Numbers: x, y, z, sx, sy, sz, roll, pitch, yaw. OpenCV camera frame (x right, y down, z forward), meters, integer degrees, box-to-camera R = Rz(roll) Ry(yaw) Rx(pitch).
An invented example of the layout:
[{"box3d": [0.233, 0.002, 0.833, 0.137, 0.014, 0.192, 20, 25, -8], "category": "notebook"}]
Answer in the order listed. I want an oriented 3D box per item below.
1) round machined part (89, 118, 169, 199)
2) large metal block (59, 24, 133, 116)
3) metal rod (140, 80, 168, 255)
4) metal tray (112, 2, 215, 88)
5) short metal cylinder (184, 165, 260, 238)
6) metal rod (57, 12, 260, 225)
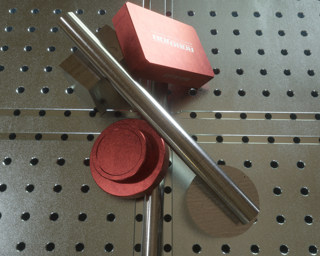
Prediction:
[{"box3d": [-0.041, 0.033, 0.373, 0.098, 0.042, 0.098, -6, 69, 16], "category": "round machined part"}, {"box3d": [-0.075, -0.073, 0.409, 0.050, 0.080, 0.080, 40, 75, 13], "category": "large metal block"}, {"box3d": [-0.004, 0.015, 0.406, 0.025, 0.025, 0.299, 2, 70, 0], "category": "metal rod"}, {"box3d": [0.008, -0.104, 0.405, 0.131, 0.030, 0.090, 1, 62, -45], "category": "metal tray"}, {"box3d": [0.070, 0.088, 0.367, 0.081, 0.050, 0.080, 0, 70, 0], "category": "short metal cylinder"}, {"box3d": [-0.007, -0.016, 0.342, 0.025, 0.025, 0.300, -42, 83, -14], "category": "metal rod"}]
